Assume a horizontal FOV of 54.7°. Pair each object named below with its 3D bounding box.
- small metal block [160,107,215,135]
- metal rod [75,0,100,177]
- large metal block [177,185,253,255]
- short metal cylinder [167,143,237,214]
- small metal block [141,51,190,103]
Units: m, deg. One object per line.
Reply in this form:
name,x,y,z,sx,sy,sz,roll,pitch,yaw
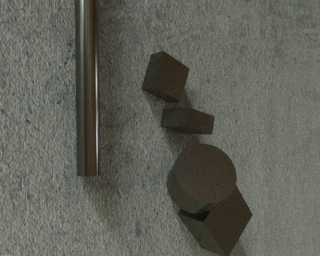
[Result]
small metal block,0.038,-0.009,0.422,0.050,0.050,0.025,16,80,-39
metal rod,-0.080,-0.098,0.338,0.025,0.025,0.298,-1,91,-40
large metal block,0.084,0.129,0.462,0.080,0.050,0.080,-47,118,-30
short metal cylinder,0.053,0.067,0.410,0.081,0.050,0.080,5,59,-9
small metal block,0.008,-0.067,0.414,0.050,0.025,0.050,25,75,-38
